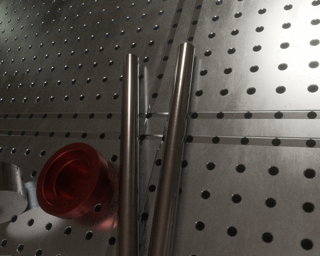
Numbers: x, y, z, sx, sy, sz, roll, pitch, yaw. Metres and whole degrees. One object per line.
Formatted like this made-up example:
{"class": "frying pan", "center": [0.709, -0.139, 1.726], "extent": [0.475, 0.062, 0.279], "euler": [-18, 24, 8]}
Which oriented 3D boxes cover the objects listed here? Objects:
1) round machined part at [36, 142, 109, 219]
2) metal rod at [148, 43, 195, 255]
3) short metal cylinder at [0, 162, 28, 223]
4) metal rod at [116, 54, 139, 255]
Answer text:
{"class": "round machined part", "center": [-0.109, 0.072, 0.409], "extent": [0.098, 0.042, 0.098], "euler": [-13, 56, 20]}
{"class": "metal rod", "center": [0.019, 0.014, 0.388], "extent": [0.025, 0.025, 0.299], "euler": [-5, 59, 25]}
{"class": "short metal cylinder", "center": [-0.233, 0.093, 0.436], "extent": [0.080, 0.080, 0.050], "euler": [-34, 52, 5]}
{"class": "metal rod", "center": [-0.041, 0.016, 0.418], "extent": [0.025, 0.025, 0.299], "euler": [-15, 55, 19]}
